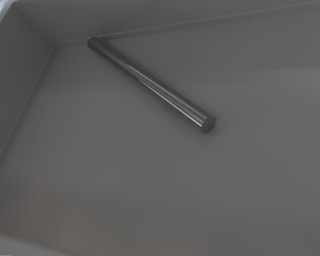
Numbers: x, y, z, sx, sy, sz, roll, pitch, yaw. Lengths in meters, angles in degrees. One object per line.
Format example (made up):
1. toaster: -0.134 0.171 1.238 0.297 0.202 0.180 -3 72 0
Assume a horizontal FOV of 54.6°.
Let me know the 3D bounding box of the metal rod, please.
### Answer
1. metal rod: -0.031 -0.079 0.471 0.025 0.025 0.300 -47 51 -4
